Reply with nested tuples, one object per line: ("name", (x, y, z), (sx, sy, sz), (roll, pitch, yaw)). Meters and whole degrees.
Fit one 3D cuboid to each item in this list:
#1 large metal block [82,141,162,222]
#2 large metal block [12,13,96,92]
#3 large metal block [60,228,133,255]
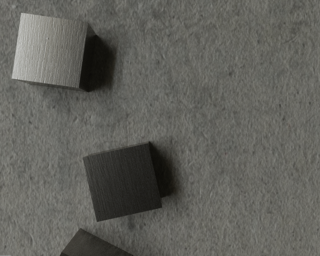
("large metal block", (-0.045, 0.065, 0.397), (0.080, 0.050, 0.080), (-12, 90, -1))
("large metal block", (-0.132, -0.093, 0.396), (0.081, 0.050, 0.080), (8, 90, -1))
("large metal block", (-0.085, 0.177, 0.382), (0.080, 0.080, 0.050), (27, 90, -1))
